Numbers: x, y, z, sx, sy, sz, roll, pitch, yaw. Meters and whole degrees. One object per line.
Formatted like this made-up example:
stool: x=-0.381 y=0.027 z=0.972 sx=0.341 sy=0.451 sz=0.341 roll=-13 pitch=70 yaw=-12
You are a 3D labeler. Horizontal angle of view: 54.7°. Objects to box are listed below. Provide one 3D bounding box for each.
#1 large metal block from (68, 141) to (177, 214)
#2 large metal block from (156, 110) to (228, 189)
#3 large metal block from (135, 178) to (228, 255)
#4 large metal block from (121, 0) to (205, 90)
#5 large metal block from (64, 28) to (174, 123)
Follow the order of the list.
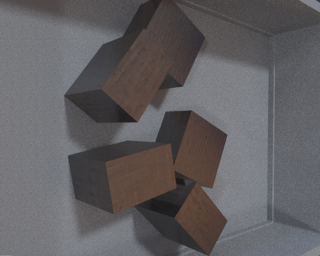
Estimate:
large metal block: x=-0.041 y=0.048 z=0.338 sx=0.081 sy=0.080 sz=0.050 roll=-13 pitch=99 yaw=-40
large metal block: x=0.040 y=0.030 z=0.426 sx=0.080 sy=0.050 sz=0.080 roll=30 pitch=71 yaw=-36
large metal block: x=0.025 y=0.107 z=0.394 sx=0.050 sy=0.080 sz=0.080 roll=-53 pitch=121 yaw=-27
large metal block: x=0.002 y=-0.106 z=0.393 sx=0.080 sy=0.050 sz=0.080 roll=38 pitch=67 yaw=-34
large metal block: x=-0.045 y=-0.052 z=0.335 sx=0.050 sy=0.080 sz=0.080 roll=44 pitch=63 yaw=-32
